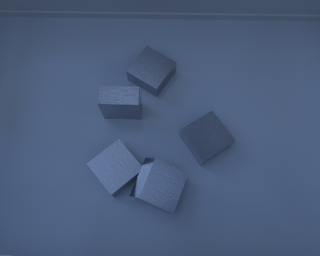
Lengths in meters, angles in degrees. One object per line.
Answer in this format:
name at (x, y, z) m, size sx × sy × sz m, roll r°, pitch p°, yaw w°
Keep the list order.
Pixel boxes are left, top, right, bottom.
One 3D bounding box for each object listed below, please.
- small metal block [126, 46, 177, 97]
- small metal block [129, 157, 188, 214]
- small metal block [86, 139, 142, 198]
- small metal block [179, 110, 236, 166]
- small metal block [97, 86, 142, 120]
small metal block at (-0.012, -0.080, 0.439) m, size 0.050 × 0.025 × 0.050 m, roll 32°, pitch 73°, yaw 11°
small metal block at (-0.001, 0.069, 0.372) m, size 0.050 × 0.025 × 0.050 m, roll 31°, pitch 70°, yaw -24°
small metal block at (-0.055, 0.051, 0.391) m, size 0.050 × 0.025 × 0.050 m, roll -38°, pitch 75°, yaw -13°
small metal block at (0.061, 0.013, 0.405) m, size 0.050 × 0.025 × 0.050 m, roll -31°, pitch 73°, yaw -11°
small metal block at (-0.051, -0.032, 0.408) m, size 0.050 × 0.050 × 0.025 m, roll 2°, pitch 70°, yaw 0°
